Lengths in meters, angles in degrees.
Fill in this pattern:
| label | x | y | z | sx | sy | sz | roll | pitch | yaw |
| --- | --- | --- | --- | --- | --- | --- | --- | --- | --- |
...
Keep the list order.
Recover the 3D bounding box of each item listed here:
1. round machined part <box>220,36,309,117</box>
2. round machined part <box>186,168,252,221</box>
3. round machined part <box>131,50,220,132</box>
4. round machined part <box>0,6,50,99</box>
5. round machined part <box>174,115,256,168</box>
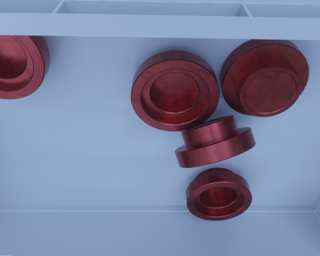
| label | x | y | z | sx | sy | sz | roll | pitch | yaw |
| --- | --- | --- | --- | --- | --- | --- | --- | --- | --- |
| round machined part | 0.121 | -0.051 | 0.356 | 0.099 | 0.042 | 0.097 | -1 | 130 | 0 |
| round machined part | 0.089 | 0.100 | 0.484 | 0.099 | 0.042 | 0.097 | -1 | 130 | 0 |
| round machined part | 0.017 | -0.046 | 0.359 | 0.099 | 0.042 | 0.097 | -1 | 130 | 0 |
| round machined part | -0.166 | -0.082 | 0.326 | 0.099 | 0.042 | 0.097 | -1 | 130 | 0 |
| round machined part | 0.065 | 0.013 | 0.387 | 0.098 | 0.098 | 0.042 | -18 | 91 | 14 |
